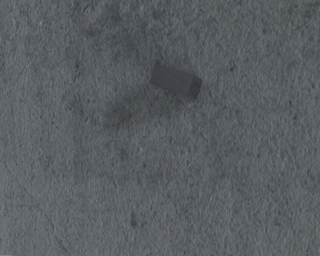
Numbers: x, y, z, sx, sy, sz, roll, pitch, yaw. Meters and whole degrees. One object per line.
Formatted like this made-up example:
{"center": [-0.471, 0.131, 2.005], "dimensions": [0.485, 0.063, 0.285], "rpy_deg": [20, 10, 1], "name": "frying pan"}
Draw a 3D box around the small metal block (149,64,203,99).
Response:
{"center": [0.021, -0.058, 0.387], "dimensions": [0.050, 0.050, 0.025], "rpy_deg": [19, 97, 18], "name": "small metal block"}
